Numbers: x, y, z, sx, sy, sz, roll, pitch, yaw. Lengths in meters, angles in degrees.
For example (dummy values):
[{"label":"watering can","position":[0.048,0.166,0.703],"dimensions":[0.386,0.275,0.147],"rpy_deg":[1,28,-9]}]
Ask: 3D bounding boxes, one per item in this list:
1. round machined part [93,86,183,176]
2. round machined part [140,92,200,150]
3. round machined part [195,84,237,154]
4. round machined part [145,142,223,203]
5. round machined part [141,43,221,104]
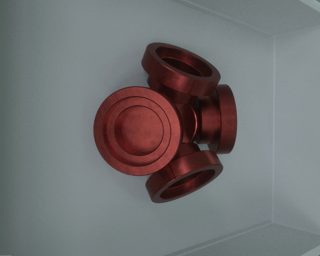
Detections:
[{"label":"round machined part","position":[-0.021,0.002,0.353],"dimensions":[0.042,0.098,0.097],"rpy_deg":[-24,109,-77]},{"label":"round machined part","position":[0.014,-0.006,0.406],"dimensions":[0.099,0.042,0.097],"rpy_deg":[0,90,-40]},{"label":"round machined part","position":[0.071,-0.012,0.432],"dimensions":[0.042,0.098,0.097],"rpy_deg":[-2,92,-4]},{"label":"round machined part","position":[0.027,0.054,0.393],"dimensions":[0.099,0.097,0.042],"rpy_deg":[-2,55,-40]},{"label":"round machined part","position":[0.023,-0.066,0.390],"dimensions":[0.099,0.098,0.042],"rpy_deg":[-5,131,-40]}]
